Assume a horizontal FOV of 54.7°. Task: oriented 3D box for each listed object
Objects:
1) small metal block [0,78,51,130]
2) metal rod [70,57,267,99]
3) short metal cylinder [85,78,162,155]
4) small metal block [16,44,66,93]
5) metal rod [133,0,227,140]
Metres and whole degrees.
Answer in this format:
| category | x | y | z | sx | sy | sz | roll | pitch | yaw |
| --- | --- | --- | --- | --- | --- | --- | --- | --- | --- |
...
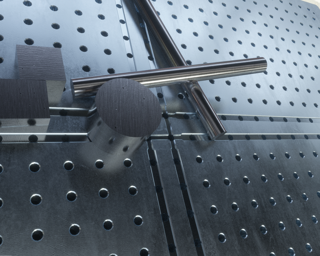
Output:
| category | x | y | z | sx | sy | sz | roll | pitch | yaw |
| --- | --- | --- | --- | --- | --- | --- | --- | --- | --- |
| small metal block | -0.152 | -0.026 | 0.342 | 0.050 | 0.025 | 0.050 | -1 | 63 | -29 |
| metal rod | 0.029 | -0.075 | 0.441 | 0.303 | 0.025 | 0.025 | -11 | 67 | -24 |
| short metal cylinder | -0.045 | -0.013 | 0.376 | 0.081 | 0.050 | 0.080 | 14 | 56 | -21 |
| small metal block | -0.145 | -0.071 | 0.373 | 0.050 | 0.025 | 0.050 | -3 | 63 | -30 |
| metal rod | 0.020 | -0.116 | 0.489 | 0.025 | 0.025 | 0.299 | -16 | 70 | -34 |
